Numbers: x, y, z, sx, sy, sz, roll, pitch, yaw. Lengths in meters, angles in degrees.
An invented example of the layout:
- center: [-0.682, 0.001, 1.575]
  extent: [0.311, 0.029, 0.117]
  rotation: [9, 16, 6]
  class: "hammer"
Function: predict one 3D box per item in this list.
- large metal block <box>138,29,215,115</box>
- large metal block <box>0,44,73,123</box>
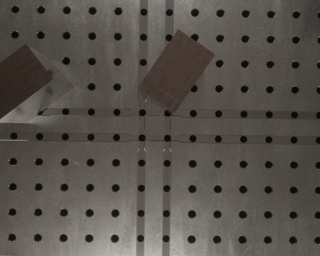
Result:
- center: [0.018, -0.064, 0.386]
  extent: [0.050, 0.080, 0.080]
  rotation: [34, 90, -1]
  class: "large metal block"
- center: [-0.166, -0.050, 0.384]
  extent: [0.080, 0.080, 0.050]
  rotation: [-37, 90, 0]
  class: "large metal block"
